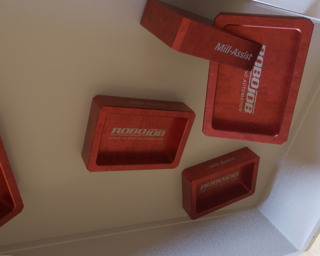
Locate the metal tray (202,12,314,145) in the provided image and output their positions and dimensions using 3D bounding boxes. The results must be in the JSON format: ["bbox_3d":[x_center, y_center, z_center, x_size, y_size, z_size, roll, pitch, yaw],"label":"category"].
[{"bbox_3d":[0.097,-0.051,0.326,0.090,0.030,0.129,7,115,9],"label":"metal tray"}]

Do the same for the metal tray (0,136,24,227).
[{"bbox_3d":[-0.196,0.057,0.306,0.091,0.030,0.129,-39,139,-45],"label":"metal tray"}]

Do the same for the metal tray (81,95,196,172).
[{"bbox_3d":[-0.026,0.009,0.398,0.131,0.030,0.089,2,117,-30],"label":"metal tray"}]

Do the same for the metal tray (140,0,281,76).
[{"bbox_3d":[0.054,-0.098,0.336,0.131,0.090,0.030,7,118,-32],"label":"metal tray"}]

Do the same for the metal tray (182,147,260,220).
[{"bbox_3d":[0.102,0.092,0.520,0.131,0.030,0.089,-17,126,-19],"label":"metal tray"}]
